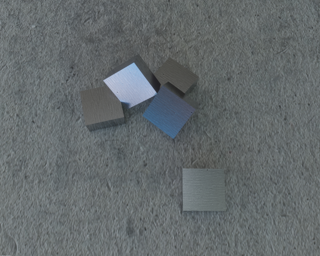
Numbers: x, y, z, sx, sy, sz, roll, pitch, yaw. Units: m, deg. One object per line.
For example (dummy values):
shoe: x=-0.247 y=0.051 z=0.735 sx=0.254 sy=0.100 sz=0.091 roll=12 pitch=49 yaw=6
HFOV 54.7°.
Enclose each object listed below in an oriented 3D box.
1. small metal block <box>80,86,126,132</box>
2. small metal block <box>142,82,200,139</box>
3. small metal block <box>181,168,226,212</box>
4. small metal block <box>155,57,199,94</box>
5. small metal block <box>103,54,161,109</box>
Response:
small metal block: x=-0.076 y=-0.027 z=0.417 sx=0.050 sy=0.025 sz=0.050 roll=-13 pitch=71 yaw=-4
small metal block: x=0.014 y=-0.023 z=0.399 sx=0.050 sy=0.025 sz=0.050 roll=37 pitch=115 yaw=3
small metal block: x=0.052 y=0.077 z=0.380 sx=0.050 sy=0.025 sz=0.050 roll=1 pitch=70 yaw=0
small metal block: x=0.018 y=-0.062 z=0.431 sx=0.050 sy=0.025 sz=0.050 roll=37 pitch=73 yaw=12
small metal block: x=-0.035 y=-0.059 z=0.401 sx=0.050 sy=0.050 sz=0.025 roll=-24 pitch=29 yaw=27
